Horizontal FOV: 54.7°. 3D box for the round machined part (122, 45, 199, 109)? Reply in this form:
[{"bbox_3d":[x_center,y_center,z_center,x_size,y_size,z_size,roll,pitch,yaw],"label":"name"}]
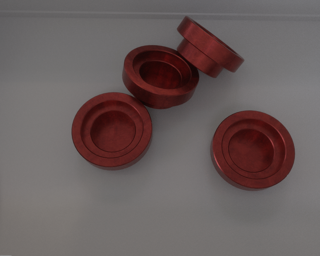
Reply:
[{"bbox_3d":[-0.001,-0.063,0.411,0.099,0.042,0.098,8,49,-10],"label":"round machined part"}]

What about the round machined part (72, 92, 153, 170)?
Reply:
[{"bbox_3d":[-0.058,0.007,0.398,0.099,0.042,0.098,0,70,0],"label":"round machined part"}]

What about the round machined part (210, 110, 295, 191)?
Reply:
[{"bbox_3d":[0.112,0.031,0.390,0.099,0.042,0.098,0,70,0],"label":"round machined part"}]

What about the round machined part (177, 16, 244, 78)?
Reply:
[{"bbox_3d":[0.062,-0.105,0.420,0.098,0.098,0.042,43,112,14],"label":"round machined part"}]
